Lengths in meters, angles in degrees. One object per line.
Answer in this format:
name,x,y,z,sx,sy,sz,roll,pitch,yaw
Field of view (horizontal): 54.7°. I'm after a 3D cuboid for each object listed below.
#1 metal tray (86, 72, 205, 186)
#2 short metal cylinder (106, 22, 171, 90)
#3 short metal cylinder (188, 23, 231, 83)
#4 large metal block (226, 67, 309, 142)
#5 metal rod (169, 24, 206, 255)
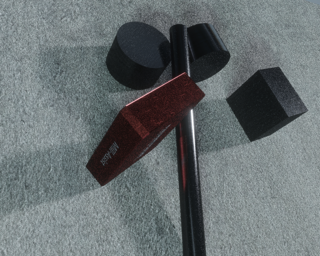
metal tray,-0.019,0.005,0.323,0.091,0.129,0.030,-35,82,-38
short metal cylinder,-0.029,-0.101,0.433,0.081,0.050,0.080,14,56,-21
short metal cylinder,0.058,-0.110,0.467,0.081,0.080,0.050,-12,68,-33
large metal block,0.162,-0.036,0.477,0.050,0.080,0.080,-14,69,-34
metal rod,0.032,0.006,0.381,0.025,0.025,0.299,6,70,-25
